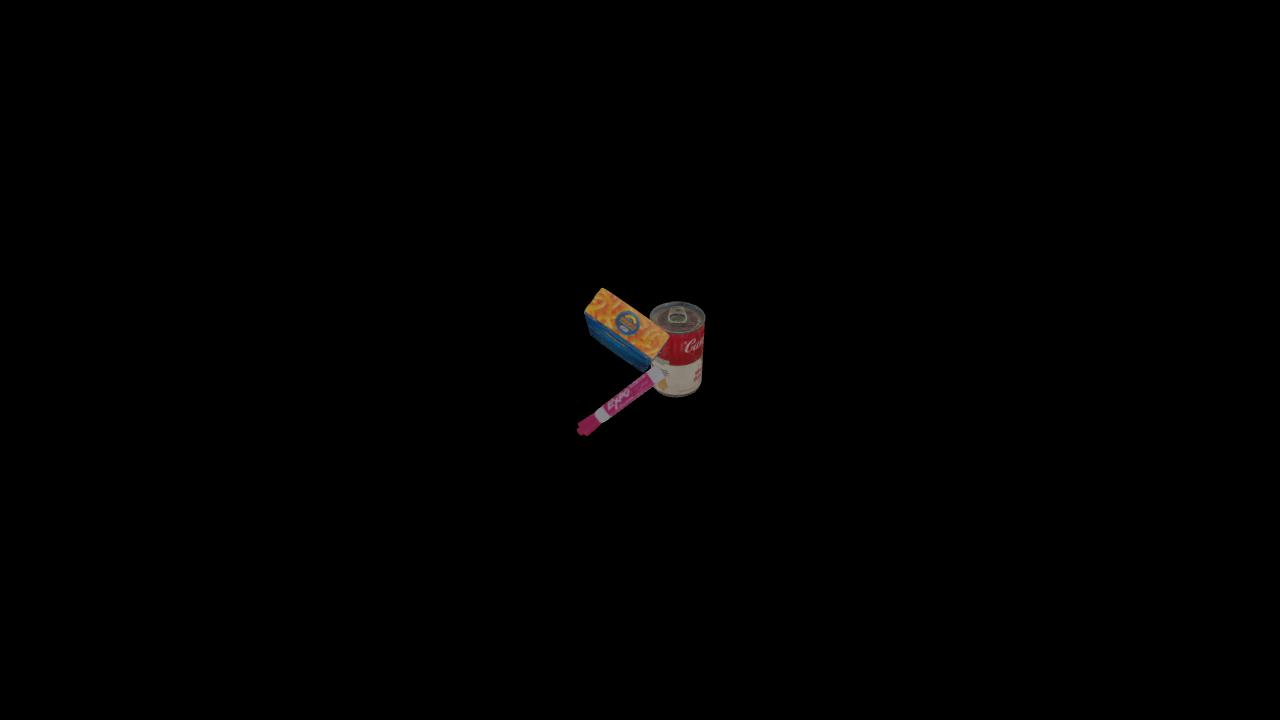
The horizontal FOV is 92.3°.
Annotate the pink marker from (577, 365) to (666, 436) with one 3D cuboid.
[{"bbox_3d":[-0.024,0.048,0.715,0.121,0.020,0.020,-37,-2,3],"label":"pink marker"}]

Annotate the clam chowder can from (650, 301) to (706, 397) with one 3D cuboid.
[{"bbox_3d":[0.046,-0.012,0.767,0.068,0.102,0.068,0,37,0],"label":"clam chowder can"}]

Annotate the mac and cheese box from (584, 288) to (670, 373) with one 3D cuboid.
[{"bbox_3d":[-0.018,-0.030,0.739,0.093,0.041,0.184,37,-6,0],"label":"mac and cheese box"}]
